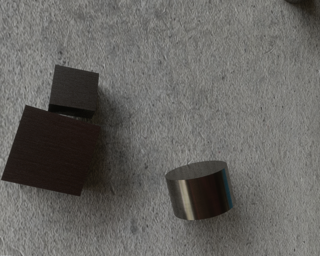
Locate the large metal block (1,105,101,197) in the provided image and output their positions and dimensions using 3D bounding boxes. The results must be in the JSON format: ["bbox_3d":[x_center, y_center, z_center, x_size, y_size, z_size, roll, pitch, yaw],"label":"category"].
[{"bbox_3d":[-0.121,0.025,0.351,0.081,0.050,0.080,17,84,-19],"label":"large metal block"}]

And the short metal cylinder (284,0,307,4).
[{"bbox_3d":[0.224,-0.241,0.478,0.081,0.050,0.080,0,90,-20],"label":"short metal cylinder"}]

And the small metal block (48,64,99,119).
[{"bbox_3d":[-0.101,-0.042,0.363,0.050,0.025,0.050,9,67,-20],"label":"small metal block"}]

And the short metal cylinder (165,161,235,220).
[{"bbox_3d":[0.051,0.078,0.399,0.081,0.080,0.050,-15,95,-20],"label":"short metal cylinder"}]
